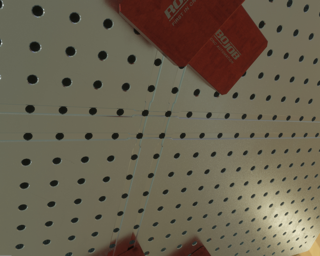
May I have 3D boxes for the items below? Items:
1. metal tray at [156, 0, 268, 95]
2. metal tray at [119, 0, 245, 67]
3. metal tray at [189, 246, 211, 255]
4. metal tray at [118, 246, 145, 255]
[{"bbox_3d":[0.065,-0.110,0.378,0.130,0.030,0.090,33,99,-39],"label":"metal tray"},{"bbox_3d":[0.032,-0.140,0.319,0.090,0.030,0.130,40,95,-17],"label":"metal tray"},{"bbox_3d":[0.082,0.312,0.648,0.090,0.030,0.130,-34,129,-6],"label":"metal tray"},{"bbox_3d":[-0.078,0.268,0.533,0.131,0.030,0.090,-25,128,-14],"label":"metal tray"}]
